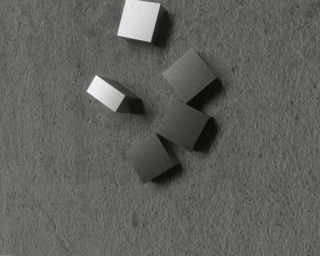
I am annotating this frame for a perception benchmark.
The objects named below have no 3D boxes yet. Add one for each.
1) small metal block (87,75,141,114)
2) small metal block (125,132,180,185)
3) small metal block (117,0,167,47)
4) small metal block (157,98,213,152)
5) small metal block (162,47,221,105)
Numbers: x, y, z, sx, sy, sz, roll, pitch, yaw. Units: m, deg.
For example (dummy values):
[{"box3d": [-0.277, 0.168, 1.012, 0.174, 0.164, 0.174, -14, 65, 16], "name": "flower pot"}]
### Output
[{"box3d": [-0.061, -0.044, 0.417, 0.050, 0.050, 0.025, 36, 102, 16], "name": "small metal block"}, {"box3d": [-0.010, 0.039, 0.412, 0.050, 0.025, 0.050, -34, 79, 16], "name": "small metal block"}, {"box3d": [-0.024, -0.142, 0.417, 0.050, 0.025, 0.050, 17, 96, 19], "name": "small metal block"}, {"box3d": [0.032, -0.004, 0.398, 0.050, 0.025, 0.050, 30, 100, 17], "name": "small metal block"}, {"box3d": [0.040, -0.065, 0.395, 0.050, 0.025, 0.050, -40, 78, 15], "name": "small metal block"}]
